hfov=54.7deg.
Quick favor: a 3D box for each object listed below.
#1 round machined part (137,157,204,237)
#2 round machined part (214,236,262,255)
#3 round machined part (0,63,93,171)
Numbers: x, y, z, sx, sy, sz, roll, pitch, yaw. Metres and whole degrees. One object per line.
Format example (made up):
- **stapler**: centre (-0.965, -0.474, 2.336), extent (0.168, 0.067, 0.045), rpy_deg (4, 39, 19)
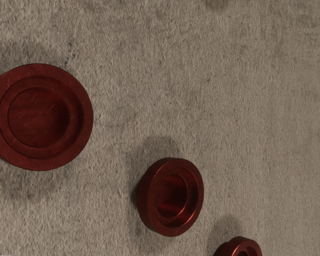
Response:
- **round machined part**: centre (0.009, 0.087, 0.404), extent (0.099, 0.042, 0.097), rpy_deg (0, 90, -40)
- **round machined part**: centre (0.120, 0.223, 0.498), extent (0.099, 0.042, 0.097), rpy_deg (0, 90, -40)
- **round machined part**: centre (-0.118, -0.010, 0.296), extent (0.099, 0.042, 0.097), rpy_deg (0, 90, -40)
